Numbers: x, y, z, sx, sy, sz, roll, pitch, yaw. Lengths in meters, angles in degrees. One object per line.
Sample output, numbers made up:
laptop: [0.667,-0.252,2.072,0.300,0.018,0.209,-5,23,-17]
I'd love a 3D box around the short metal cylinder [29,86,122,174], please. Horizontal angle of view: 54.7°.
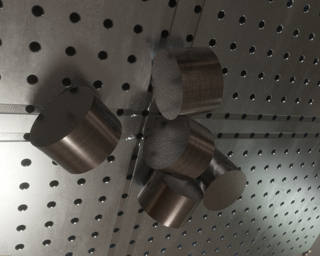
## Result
short metal cylinder: [-0.088,0.002,0.329,0.080,0.080,0.050,-39,130,-2]

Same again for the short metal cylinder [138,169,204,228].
short metal cylinder: [0.015,0.097,0.446,0.080,0.080,0.050,20,108,-36]

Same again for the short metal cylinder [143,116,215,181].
short metal cylinder: [0.024,0.023,0.405,0.050,0.080,0.080,30,102,-38]

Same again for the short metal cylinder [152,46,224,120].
short metal cylinder: [0.029,-0.053,0.361,0.050,0.080,0.079,-10,123,-23]

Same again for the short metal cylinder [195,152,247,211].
short metal cylinder: [0.091,0.086,0.501,0.081,0.050,0.079,-14,124,-21]
